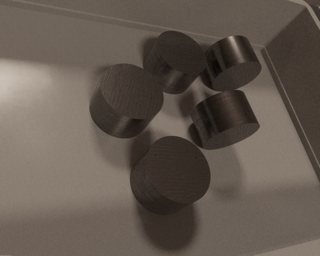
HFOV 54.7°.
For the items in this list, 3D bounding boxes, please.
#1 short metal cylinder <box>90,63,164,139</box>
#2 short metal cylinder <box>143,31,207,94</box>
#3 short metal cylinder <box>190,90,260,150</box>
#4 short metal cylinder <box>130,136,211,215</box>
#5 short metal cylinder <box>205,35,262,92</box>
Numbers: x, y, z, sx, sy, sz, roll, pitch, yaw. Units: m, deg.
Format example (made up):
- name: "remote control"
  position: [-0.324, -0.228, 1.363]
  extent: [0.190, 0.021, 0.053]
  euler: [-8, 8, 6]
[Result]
- name: "short metal cylinder"
  position: [-0.042, -0.033, 0.388]
  extent: [0.081, 0.050, 0.080]
  euler: [14, 56, -21]
- name: "short metal cylinder"
  position: [0.022, -0.097, 0.462]
  extent: [0.081, 0.050, 0.080]
  euler: [14, 56, -21]
- name: "short metal cylinder"
  position: [0.088, -0.009, 0.426]
  extent: [0.081, 0.080, 0.050]
  euler: [-5, 65, -31]
- name: "short metal cylinder"
  position: [0.011, 0.056, 0.363]
  extent: [0.081, 0.050, 0.080]
  euler: [14, 56, -21]
- name: "short metal cylinder"
  position: [0.114, -0.101, 0.496]
  extent: [0.081, 0.080, 0.050]
  euler: [-3, 64, -30]
